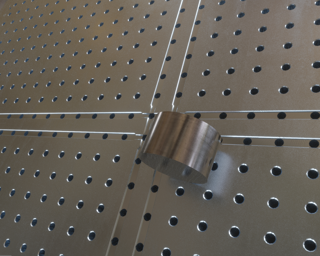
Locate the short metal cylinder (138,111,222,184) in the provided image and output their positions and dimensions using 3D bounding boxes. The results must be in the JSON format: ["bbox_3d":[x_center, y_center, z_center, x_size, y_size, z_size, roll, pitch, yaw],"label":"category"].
[{"bbox_3d":[0.022,0.023,0.348,0.080,0.080,0.050,9,67,32],"label":"short metal cylinder"}]
